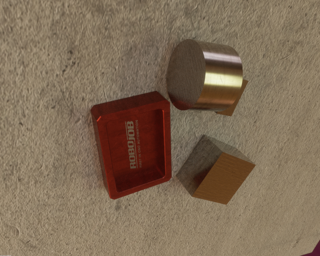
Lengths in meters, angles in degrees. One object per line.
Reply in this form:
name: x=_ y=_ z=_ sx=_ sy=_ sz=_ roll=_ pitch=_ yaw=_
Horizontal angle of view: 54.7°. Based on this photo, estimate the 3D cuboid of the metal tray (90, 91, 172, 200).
metal tray: x=-0.033 y=0.024 z=0.400 sx=0.091 sy=0.030 sz=0.129 roll=-16 pitch=125 yaw=-20

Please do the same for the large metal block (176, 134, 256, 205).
large metal block: x=0.086 y=0.066 z=0.478 sx=0.080 sy=0.050 sz=0.080 roll=22 pitch=107 yaw=-36

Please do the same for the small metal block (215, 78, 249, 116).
small metal block: x=0.080 y=-0.050 z=0.404 sx=0.025 sy=0.050 sz=0.050 roll=8 pitch=114 yaw=-32

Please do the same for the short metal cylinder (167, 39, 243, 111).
short metal cylinder: x=0.049 y=-0.060 z=0.362 sx=0.050 sy=0.080 sz=0.079 roll=0 pitch=118 yaw=-29
